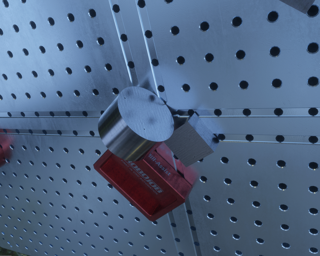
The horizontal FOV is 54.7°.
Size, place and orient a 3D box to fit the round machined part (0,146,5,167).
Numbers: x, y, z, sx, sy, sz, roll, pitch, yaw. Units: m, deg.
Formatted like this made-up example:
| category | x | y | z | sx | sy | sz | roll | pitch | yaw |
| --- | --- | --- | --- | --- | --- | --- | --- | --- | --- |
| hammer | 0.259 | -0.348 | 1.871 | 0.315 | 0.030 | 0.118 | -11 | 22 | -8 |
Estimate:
| category | x | y | z | sx | sy | sz | roll | pitch | yaw |
| --- | --- | --- | --- | --- | --- | --- | --- | --- | --- |
| round machined part | -0.368 | 0.052 | 0.626 | 0.098 | 0.042 | 0.097 | 13 | 124 | 21 |

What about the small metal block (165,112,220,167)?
| category | x | y | z | sx | sy | sz | roll | pitch | yaw |
| --- | --- | --- | --- | --- | --- | --- | --- | --- | --- |
| small metal block | 0.039 | 0.016 | 0.401 | 0.050 | 0.025 | 0.050 | 49 | 129 | -7 |

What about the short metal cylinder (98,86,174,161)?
| category | x | y | z | sx | sy | sz | roll | pitch | yaw |
| --- | --- | --- | --- | --- | --- | --- | --- | --- | --- |
| short metal cylinder | -0.030 | -0.005 | 0.388 | 0.080 | 0.080 | 0.050 | 45 | 129 | -3 |

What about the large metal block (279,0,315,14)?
| category | x | y | z | sx | sy | sz | roll | pitch | yaw |
| --- | --- | --- | --- | --- | --- | --- | --- | --- | --- |
| large metal block | 0.095 | -0.138 | 0.240 | 0.080 | 0.080 | 0.050 | 32 | 129 | 7 |

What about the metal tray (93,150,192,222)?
| category | x | y | z | sx | sy | sz | roll | pitch | yaw |
| --- | --- | --- | --- | --- | --- | --- | --- | --- | --- |
| metal tray | -0.028 | 0.074 | 0.468 | 0.130 | 0.030 | 0.090 | 44 | 129 | -3 |
